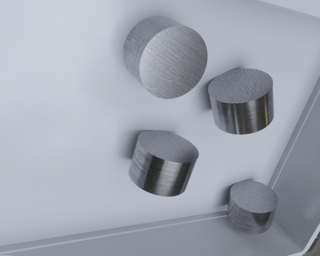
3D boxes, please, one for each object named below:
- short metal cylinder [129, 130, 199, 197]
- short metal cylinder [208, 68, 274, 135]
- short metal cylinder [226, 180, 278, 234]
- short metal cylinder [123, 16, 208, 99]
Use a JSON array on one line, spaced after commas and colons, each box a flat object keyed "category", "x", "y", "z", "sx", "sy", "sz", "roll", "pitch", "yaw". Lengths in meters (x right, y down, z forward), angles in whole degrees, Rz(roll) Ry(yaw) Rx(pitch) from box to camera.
[{"category": "short metal cylinder", "x": 0.004, "y": 0.044, "z": 0.402, "sx": 0.081, "sy": 0.080, "sz": 0.050, "roll": 3, "pitch": 117, "yaw": -30}, {"category": "short metal cylinder", "x": 0.108, "y": -0.036, "z": 0.409, "sx": 0.080, "sy": 0.080, "sz": 0.050, "roll": -27, "pitch": 128, "yaw": -12}, {"category": "short metal cylinder", "x": 0.161, "y": 0.138, "z": 0.546, "sx": 0.081, "sy": 0.080, "sz": 0.050, "roll": -13, "pitch": 124, "yaw": -22}, {"category": "short metal cylinder", "x": 0.005, "y": -0.079, "z": 0.346, "sx": 0.081, "sy": 0.050, "sz": 0.079, "roll": -14, "pitch": 124, "yaw": -21}]
